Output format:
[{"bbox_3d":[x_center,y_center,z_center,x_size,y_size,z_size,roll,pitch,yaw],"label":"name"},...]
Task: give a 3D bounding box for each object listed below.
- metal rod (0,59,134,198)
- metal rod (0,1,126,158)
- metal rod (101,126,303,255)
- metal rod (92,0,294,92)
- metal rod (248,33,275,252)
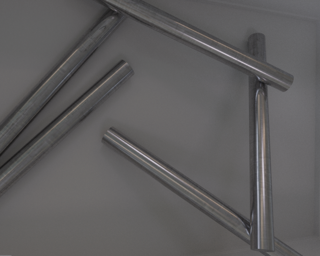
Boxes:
[{"bbox_3d":[-0.144,0.026,0.357,0.301,0.025,0.025,-45,104,-14],"label":"metal rod"},{"bbox_3d":[-0.133,-0.043,0.361,0.025,0.025,0.300,42,77,-15],"label":"metal rod"},{"bbox_3d":[0.058,0.091,0.371,0.301,0.025,0.025,34,78,6],"label":"metal rod"},{"bbox_3d":[0.032,-0.116,0.382,0.302,0.025,0.025,23,83,-11],"label":"metal rod"},{"bbox_3d":[0.128,-0.001,0.399,0.025,0.025,0.299,18,62,-19],"label":"metal rod"}]
